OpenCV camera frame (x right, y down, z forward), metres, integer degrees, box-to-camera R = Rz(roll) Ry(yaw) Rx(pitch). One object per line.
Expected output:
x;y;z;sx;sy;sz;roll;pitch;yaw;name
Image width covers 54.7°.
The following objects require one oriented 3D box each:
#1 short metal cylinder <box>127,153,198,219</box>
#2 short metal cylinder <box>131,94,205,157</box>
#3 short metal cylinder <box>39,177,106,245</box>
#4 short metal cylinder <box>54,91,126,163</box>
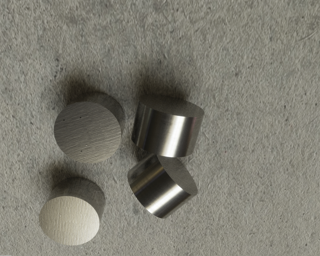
0.004;0.070;0.406;0.050;0.080;0.080;-42;105;14;short metal cylinder
0.009;-0.005;0.379;0.081;0.080;0.050;11;110;-4;short metal cylinder
-0.121;0.117;0.438;0.081;0.050;0.079;0;110;0;short metal cylinder
-0.087;-0.002;0.395;0.081;0.050;0.079;0;110;0;short metal cylinder
